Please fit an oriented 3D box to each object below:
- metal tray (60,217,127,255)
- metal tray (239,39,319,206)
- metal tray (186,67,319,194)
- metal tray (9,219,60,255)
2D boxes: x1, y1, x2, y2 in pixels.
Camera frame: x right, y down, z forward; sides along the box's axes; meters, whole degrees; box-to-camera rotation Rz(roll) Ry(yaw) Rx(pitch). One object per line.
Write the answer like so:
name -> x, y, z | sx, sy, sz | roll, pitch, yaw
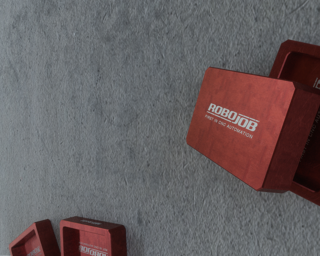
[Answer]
metal tray -> -0.108, 0.195, 0.490 | 0.130, 0.030, 0.089 | -5, 87, 39
metal tray -> 0.137, -0.007, 0.287 | 0.090, 0.030, 0.129 | 27, 107, 36
metal tray -> 0.078, -0.006, 0.297 | 0.130, 0.030, 0.089 | 35, 112, 62
metal tray -> -0.245, 0.246, 0.604 | 0.129, 0.030, 0.090 | -40, 66, 32
